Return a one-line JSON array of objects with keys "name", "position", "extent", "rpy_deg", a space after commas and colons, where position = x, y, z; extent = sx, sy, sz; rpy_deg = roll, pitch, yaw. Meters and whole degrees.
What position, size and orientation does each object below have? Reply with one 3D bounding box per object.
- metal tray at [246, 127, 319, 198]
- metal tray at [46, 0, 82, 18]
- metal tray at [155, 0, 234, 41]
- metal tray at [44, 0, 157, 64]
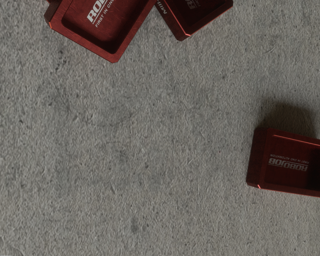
[{"name": "metal tray", "position": [0.202, 0.055, 0.480], "extent": [0.131, 0.030, 0.090], "rpy_deg": [12, 86, -20]}, {"name": "metal tray", "position": [-0.092, -0.200, 0.354], "extent": [0.130, 0.030, 0.090], "rpy_deg": [-44, 105, 1]}, {"name": "metal tray", "position": [0.029, -0.196, 0.416], "extent": [0.090, 0.030, 0.130], "rpy_deg": [-38, 102, -16]}, {"name": "metal tray", "position": [-0.055, -0.149, 0.344], "extent": [0.090, 0.030, 0.129], "rpy_deg": [25, 105, -41]}]
